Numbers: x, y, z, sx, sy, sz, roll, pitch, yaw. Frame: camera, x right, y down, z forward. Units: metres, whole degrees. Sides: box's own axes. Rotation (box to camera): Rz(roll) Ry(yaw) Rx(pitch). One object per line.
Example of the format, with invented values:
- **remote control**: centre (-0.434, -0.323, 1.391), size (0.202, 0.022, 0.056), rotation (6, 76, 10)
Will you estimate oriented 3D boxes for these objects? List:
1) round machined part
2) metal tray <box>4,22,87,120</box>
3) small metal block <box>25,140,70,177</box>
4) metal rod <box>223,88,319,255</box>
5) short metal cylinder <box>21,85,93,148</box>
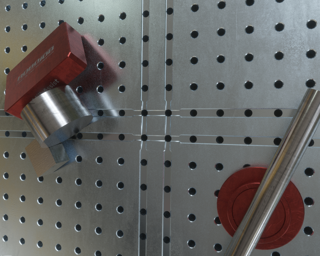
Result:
- **round machined part**: centre (0.116, 0.094, 0.363), size (0.098, 0.042, 0.097), rotation (0, 90, 19)
- **metal tray**: centre (-0.166, -0.081, 0.444), size (0.130, 0.030, 0.090), rotation (-36, 47, 16)
- **small metal block**: centre (-0.170, 0.039, 0.464), size (0.050, 0.025, 0.050), rotation (-34, 79, 31)
- **metal rod**: centre (0.101, 0.100, 0.332), size (0.025, 0.025, 0.298), rotation (26, 98, 17)
- **short metal cylinder**: centre (-0.141, -0.015, 0.429), size (0.080, 0.080, 0.050), rotation (-36, 85, 16)
